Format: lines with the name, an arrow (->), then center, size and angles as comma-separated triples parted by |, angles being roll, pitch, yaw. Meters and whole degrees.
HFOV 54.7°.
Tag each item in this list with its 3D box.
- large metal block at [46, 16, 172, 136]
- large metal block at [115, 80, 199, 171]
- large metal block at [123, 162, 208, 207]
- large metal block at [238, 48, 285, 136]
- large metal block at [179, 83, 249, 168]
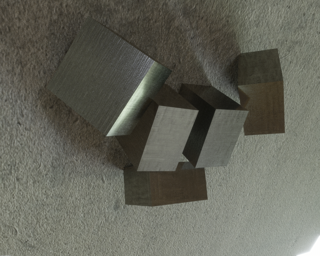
large metal block -> -0.049, -0.048, 0.306 | 0.080, 0.080, 0.050 | -56, 164, 11
large metal block -> -0.009, -0.005, 0.367 | 0.050, 0.080, 0.079 | 5, 116, -31
large metal block -> 0.005, 0.074, 0.415 | 0.081, 0.080, 0.050 | 1, 79, -29
large metal block -> 0.134, -0.048, 0.411 | 0.050, 0.080, 0.080 | -5, 129, 18
large metal block -> 0.058, -0.005, 0.403 | 0.050, 0.080, 0.079 | 1, 118, -29
